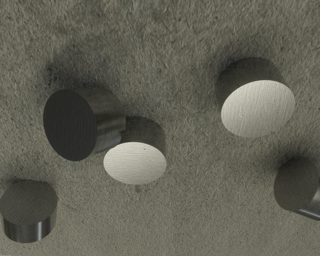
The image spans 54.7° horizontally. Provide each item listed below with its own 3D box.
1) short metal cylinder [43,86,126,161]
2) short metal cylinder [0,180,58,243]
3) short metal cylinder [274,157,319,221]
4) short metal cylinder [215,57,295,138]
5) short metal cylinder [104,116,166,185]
[{"bbox_3d":[-0.087,-0.007,0.358,0.080,0.050,0.079,7,104,29],"label":"short metal cylinder"},{"bbox_3d":[-0.201,0.128,0.478,0.081,0.080,0.050,10,129,-9],"label":"short metal cylinder"},{"bbox_3d":[0.213,0.087,0.447,0.050,0.080,0.080,23,126,-18],"label":"short metal cylinder"},{"bbox_3d":[0.108,-0.035,0.362,0.081,0.050,0.079,0,130,0],"label":"short metal cylinder"},{"bbox_3d":[-0.032,0.031,0.417,0.081,0.050,0.079,0,130,0],"label":"short metal cylinder"}]
